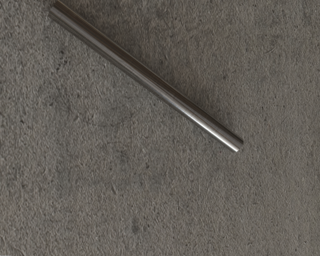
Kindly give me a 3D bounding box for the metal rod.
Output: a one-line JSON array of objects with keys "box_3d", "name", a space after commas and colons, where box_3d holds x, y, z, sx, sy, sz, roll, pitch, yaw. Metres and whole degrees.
[{"box_3d": [-0.006, -0.058, 0.406, 0.301, 0.025, 0.025, 35, 79, -17], "name": "metal rod"}]
